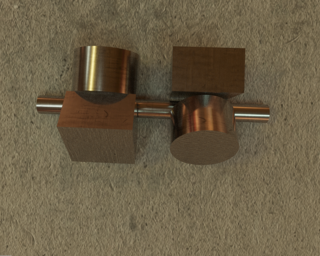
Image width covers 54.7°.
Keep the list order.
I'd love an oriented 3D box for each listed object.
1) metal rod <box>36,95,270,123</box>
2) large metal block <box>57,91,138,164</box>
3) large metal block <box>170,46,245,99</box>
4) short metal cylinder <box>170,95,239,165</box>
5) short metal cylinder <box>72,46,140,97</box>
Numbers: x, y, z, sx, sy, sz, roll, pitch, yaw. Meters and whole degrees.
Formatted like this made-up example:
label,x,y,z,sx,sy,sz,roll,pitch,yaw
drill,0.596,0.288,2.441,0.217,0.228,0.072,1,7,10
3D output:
label,x,y,z,sx,sy,sz,roll,pitch,yaw
metal rod,-0.008,-0.025,0.413,0.302,0.025,0.025,2,90,-1
large metal block,-0.070,0.002,0.377,0.081,0.080,0.050,3,56,-1
large metal block,0.054,-0.065,0.384,0.081,0.080,0.050,1,90,0
short metal cylinder,0.053,0.004,0.378,0.081,0.080,0.050,2,55,0
short metal cylinder,-0.066,-0.066,0.383,0.080,0.080,0.050,3,90,0
